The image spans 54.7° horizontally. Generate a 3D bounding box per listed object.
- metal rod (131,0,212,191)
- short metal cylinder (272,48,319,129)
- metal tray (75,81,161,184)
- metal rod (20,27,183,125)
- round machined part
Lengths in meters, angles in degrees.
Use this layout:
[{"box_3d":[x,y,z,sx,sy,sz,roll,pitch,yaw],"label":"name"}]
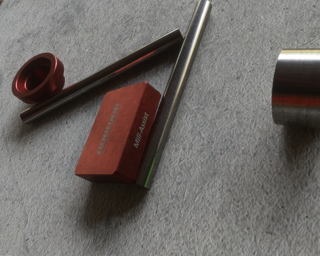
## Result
[{"box_3d":[0.023,-0.060,0.428,0.025,0.025,0.300,6,64,31],"label":"metal rod"},{"box_3d":[0.150,-0.040,0.315,0.050,0.080,0.080,8,66,32],"label":"short metal cylinder"},{"box_3d":[-0.055,0.007,0.409,0.090,0.030,0.130,-8,56,44],"label":"metal tray"},{"box_3d":[-0.100,-0.080,0.504,0.300,0.025,0.025,-25,53,12],"label":"metal rod"},{"box_3d":[-0.211,-0.084,0.555,0.098,0.042,0.098,-13,56,21],"label":"round machined part"}]
